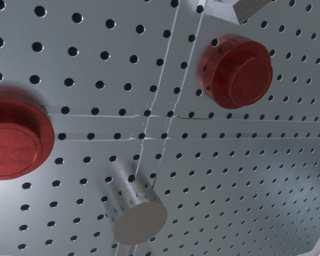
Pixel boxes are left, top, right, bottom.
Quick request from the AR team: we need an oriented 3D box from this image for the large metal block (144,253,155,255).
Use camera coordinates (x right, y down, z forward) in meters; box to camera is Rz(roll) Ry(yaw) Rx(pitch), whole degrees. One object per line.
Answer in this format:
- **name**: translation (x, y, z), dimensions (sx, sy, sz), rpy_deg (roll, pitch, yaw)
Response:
- **large metal block**: translation (-0.021, 0.283, 0.539), dimensions (0.050, 0.080, 0.079), rpy_deg (-8, 122, -25)

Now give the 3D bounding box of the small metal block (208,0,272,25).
- **small metal block**: translation (0.091, -0.148, 0.353), dimensions (0.050, 0.050, 0.025), rpy_deg (-39, 129, -2)

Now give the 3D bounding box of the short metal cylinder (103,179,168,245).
- **short metal cylinder**: translation (-0.036, 0.122, 0.451), dimensions (0.081, 0.050, 0.079), rpy_deg (-14, 124, -21)

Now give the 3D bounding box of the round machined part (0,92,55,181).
- **round machined part**: translation (-0.161, 0.015, 0.322), dimensions (0.099, 0.042, 0.097), rpy_deg (-14, 124, -21)

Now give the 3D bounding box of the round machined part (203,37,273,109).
- **round machined part**: translation (0.112, -0.069, 0.418), dimensions (0.099, 0.042, 0.097), rpy_deg (-14, 124, -21)
